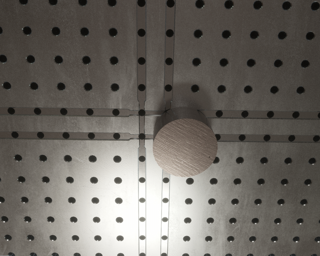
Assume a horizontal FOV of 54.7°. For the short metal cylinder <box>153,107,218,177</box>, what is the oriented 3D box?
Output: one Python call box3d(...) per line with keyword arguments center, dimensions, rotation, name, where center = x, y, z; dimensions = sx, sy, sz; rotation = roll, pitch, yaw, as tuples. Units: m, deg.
box3d(center=(0.031, 0.017, 0.407), dimensions=(0.081, 0.050, 0.079), rotation=(0, 110, -1), name="short metal cylinder")
